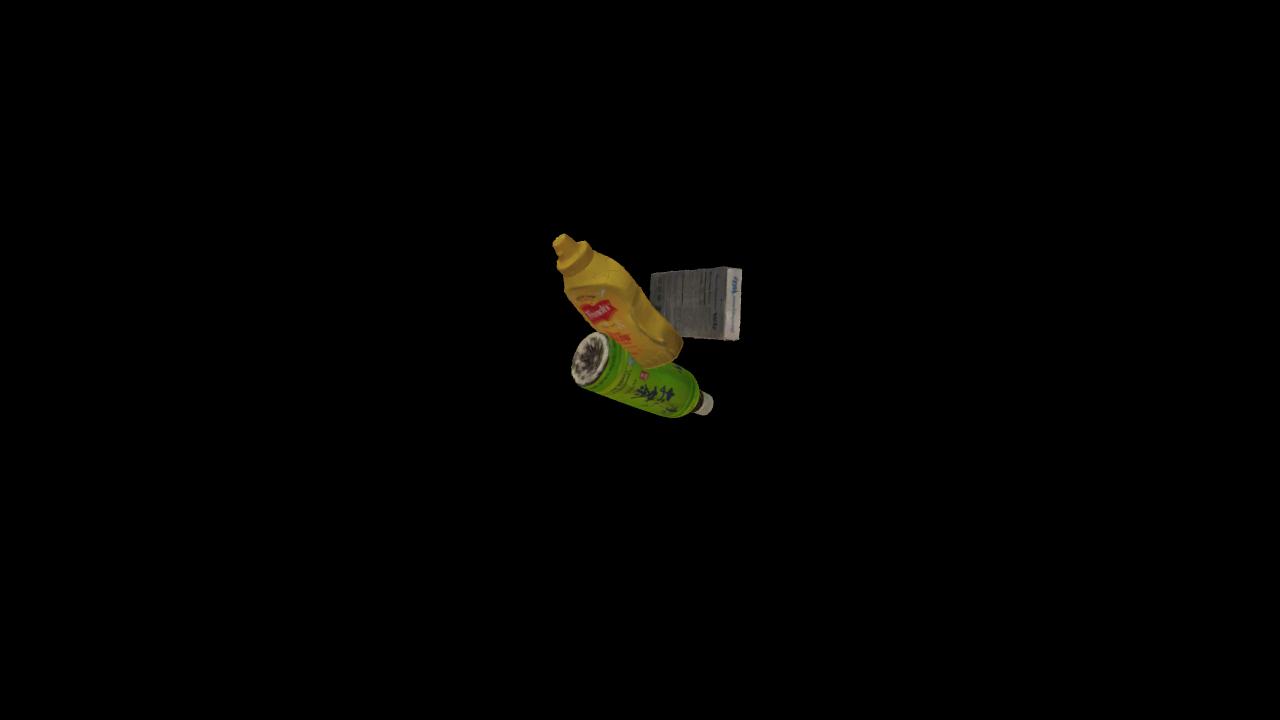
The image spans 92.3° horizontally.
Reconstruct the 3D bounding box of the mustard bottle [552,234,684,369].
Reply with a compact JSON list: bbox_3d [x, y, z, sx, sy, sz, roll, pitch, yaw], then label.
[{"bbox_3d":[-0.034,-0.066,0.679,0.092,0.054,0.184,4,-38,48],"label":"mustard bottle"}]

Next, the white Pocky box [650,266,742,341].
[{"bbox_3d":[0.064,-0.068,0.753,0.028,0.084,0.154,-1,4,-32],"label":"white Pocky box"}]

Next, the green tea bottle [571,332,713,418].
[{"bbox_3d":[0.014,0.029,0.766,0.073,0.073,0.212,0,-17,46],"label":"green tea bottle"}]
